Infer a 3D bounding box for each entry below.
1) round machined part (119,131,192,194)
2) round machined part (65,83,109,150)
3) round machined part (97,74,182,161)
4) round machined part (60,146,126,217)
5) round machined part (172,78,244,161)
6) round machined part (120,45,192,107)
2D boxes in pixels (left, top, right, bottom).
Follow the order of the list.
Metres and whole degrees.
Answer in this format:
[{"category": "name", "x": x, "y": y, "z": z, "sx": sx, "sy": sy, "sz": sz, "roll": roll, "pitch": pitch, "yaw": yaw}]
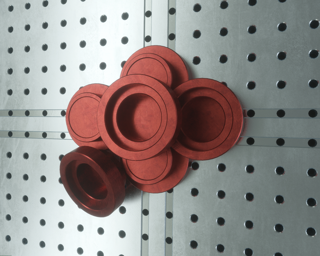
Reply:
[{"category": "round machined part", "x": -0.010, "y": 0.038, "z": 0.407, "sx": 0.098, "sy": 0.042, "sz": 0.097, "roll": 0, "pitch": 90, "yaw": 20}, {"category": "round machined part", "x": -0.092, "y": -0.014, "z": 0.437, "sx": 0.098, "sy": 0.042, "sz": 0.097, "roll": 0, "pitch": 90, "yaw": 20}, {"category": "round machined part", "x": -0.021, "y": -0.012, "z": 0.366, "sx": 0.098, "sy": 0.042, "sz": 0.097, "roll": 0, "pitch": 90, "yaw": 20}, {"category": "round machined part", "x": -0.085, "y": 0.068, "z": 0.420, "sx": 0.098, "sy": 0.042, "sz": 0.097, "roll": 15, "pitch": 120, "yaw": 28}, {"category": "round machined part", "x": 0.054, "y": -0.010, "z": 0.384, "sx": 0.098, "sy": 0.042, "sz": 0.097, "roll": 0, "pitch": 90, "yaw": 20}, {"category": "round machined part", "x": -0.010, "y": -0.060, "z": 0.408, "sx": 0.098, "sy": 0.042, "sz": 0.097, "roll": 0, "pitch": 90, "yaw": 20}]
